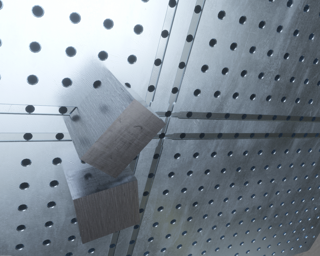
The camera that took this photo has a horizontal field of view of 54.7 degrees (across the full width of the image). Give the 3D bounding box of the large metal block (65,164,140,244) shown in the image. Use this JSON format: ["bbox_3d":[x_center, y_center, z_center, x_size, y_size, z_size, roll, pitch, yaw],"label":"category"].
[{"bbox_3d":[-0.075,0.096,0.415,0.081,0.050,0.079,-14,125,-21],"label":"large metal block"}]

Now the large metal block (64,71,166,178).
[{"bbox_3d":[-0.053,-0.006,0.344,0.080,0.080,0.050,-47,129,5],"label":"large metal block"}]
